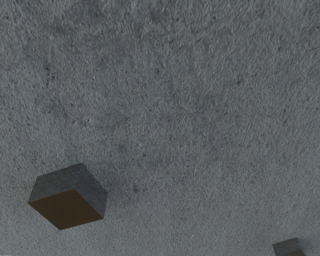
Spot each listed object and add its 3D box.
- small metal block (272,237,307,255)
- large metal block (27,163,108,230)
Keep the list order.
[{"bbox_3d":[0.263,0.250,0.625,0.050,0.025,0.050,-26,126,20],"label":"small metal block"},{"bbox_3d":[-0.139,0.108,0.481,0.080,0.050,0.080,-18,128,14],"label":"large metal block"}]
